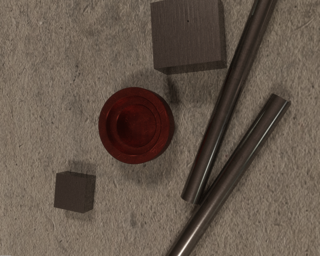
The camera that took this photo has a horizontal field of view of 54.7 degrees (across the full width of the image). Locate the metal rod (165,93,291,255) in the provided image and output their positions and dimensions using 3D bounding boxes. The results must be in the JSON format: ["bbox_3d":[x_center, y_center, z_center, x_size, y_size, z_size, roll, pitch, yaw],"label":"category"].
[{"bbox_3d":[0.066,0.092,0.385,0.025,0.025,0.299,34,100,16],"label":"metal rod"}]

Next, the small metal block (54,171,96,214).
[{"bbox_3d":[-0.124,0.092,0.451,0.050,0.025,0.050,6,92,19],"label":"small metal block"}]

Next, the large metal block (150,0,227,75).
[{"bbox_3d":[0.037,-0.113,0.382,0.080,0.050,0.079,-3,89,19],"label":"large metal block"}]

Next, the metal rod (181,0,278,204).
[{"bbox_3d":[0.088,-0.048,0.377,0.025,0.025,0.298,22,97,18],"label":"metal rod"}]

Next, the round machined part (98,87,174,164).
[{"bbox_3d":[-0.028,-0.003,0.409,0.098,0.042,0.097,0,90,19],"label":"round machined part"}]
